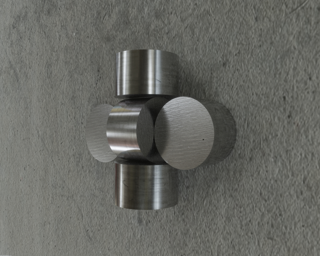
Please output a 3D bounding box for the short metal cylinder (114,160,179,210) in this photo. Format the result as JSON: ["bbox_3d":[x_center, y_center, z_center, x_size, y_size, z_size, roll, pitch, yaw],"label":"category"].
[{"bbox_3d":[-0.017,0.067,0.386,0.080,0.081,0.050,0,90,40],"label":"short metal cylinder"}]

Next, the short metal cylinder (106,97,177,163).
[{"bbox_3d":[-0.019,0.002,0.387,0.050,0.081,0.080,1,91,40],"label":"short metal cylinder"}]

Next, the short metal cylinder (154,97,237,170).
[{"bbox_3d":[0.040,0.005,0.357,0.080,0.050,0.080,0,91,40],"label":"short metal cylinder"}]

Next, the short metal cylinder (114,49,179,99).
[{"bbox_3d":[-0.017,-0.063,0.385,0.080,0.081,0.050,0,90,40],"label":"short metal cylinder"}]

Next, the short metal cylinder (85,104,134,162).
[{"bbox_3d":[-0.060,0.007,0.440,0.080,0.050,0.080,0,90,39],"label":"short metal cylinder"}]
